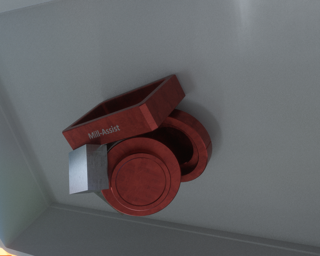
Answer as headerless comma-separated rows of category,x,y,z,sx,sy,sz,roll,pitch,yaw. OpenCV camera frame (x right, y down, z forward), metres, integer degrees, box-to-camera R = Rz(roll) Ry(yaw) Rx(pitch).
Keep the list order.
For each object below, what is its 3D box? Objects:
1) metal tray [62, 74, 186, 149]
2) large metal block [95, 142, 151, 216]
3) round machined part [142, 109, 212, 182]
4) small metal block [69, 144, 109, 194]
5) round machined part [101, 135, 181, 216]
metal tray,-0.044,-0.017,0.375,0.130,0.090,0.030,-16,111,34
large metal block,-0.053,0.059,0.435,0.080,0.080,0.050,39,129,1
round machined part,0.020,0.018,0.397,0.098,0.042,0.097,13,124,20
small metal block,-0.084,0.049,0.360,0.050,0.025,0.050,-23,68,49
round machined part,-0.023,0.059,0.368,0.099,0.042,0.097,-1,96,-6
